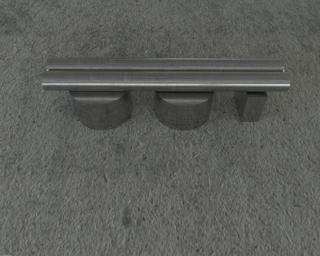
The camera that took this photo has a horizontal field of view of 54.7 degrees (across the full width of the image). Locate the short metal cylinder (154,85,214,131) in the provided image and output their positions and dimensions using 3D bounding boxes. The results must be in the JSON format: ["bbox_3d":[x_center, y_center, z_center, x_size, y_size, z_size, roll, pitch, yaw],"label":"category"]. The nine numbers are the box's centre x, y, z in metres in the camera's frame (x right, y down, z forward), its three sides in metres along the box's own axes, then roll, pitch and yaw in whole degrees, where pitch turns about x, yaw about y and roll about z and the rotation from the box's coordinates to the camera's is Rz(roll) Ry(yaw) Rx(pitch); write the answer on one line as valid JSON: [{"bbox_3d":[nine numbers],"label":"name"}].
[{"bbox_3d":[0.032,-0.042,0.424,0.081,0.050,0.080,0,50,0],"label":"short metal cylinder"}]

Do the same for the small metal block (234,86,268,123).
[{"bbox_3d":[0.123,-0.042,0.426,0.025,0.050,0.050,-1,50,-1],"label":"small metal block"}]

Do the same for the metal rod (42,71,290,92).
[{"bbox_3d":[0.008,-0.058,0.388,0.302,0.025,0.025,0,50,0],"label":"metal rod"}]

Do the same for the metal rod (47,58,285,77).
[{"bbox_3d":[0.008,-0.079,0.405,0.302,0.025,0.025,0,50,0],"label":"metal rod"}]

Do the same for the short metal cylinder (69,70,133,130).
[{"bbox_3d":[-0.079,-0.043,0.423,0.081,0.050,0.080,0,50,0],"label":"short metal cylinder"}]
